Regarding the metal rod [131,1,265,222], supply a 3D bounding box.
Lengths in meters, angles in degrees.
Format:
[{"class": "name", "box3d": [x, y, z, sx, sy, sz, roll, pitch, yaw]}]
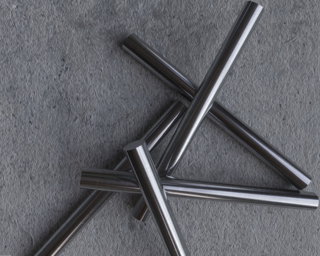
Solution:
[{"class": "metal rod", "box3d": [0.043, -0.014, 0.388, 0.025, 0.025, 0.299, 28, 99, -1]}]

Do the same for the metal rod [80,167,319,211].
[{"class": "metal rod", "box3d": [0.056, 0.078, 0.386, 0.302, 0.025, 0.025, 8, 90, -10]}]

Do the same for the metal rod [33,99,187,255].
[{"class": "metal rod", "box3d": [-0.070, 0.081, 0.409, 0.025, 0.025, 0.300, 42, 90, -1]}]

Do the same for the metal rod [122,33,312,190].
[{"class": "metal rod", "box3d": [0.075, -0.021, 0.410, 0.300, 0.025, 0.025, 39, 90, -1]}]

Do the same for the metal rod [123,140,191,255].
[{"class": "metal rod", "box3d": [0.023, 0.153, 0.372, 0.025, 0.025, 0.298, -21, 106, 0]}]
